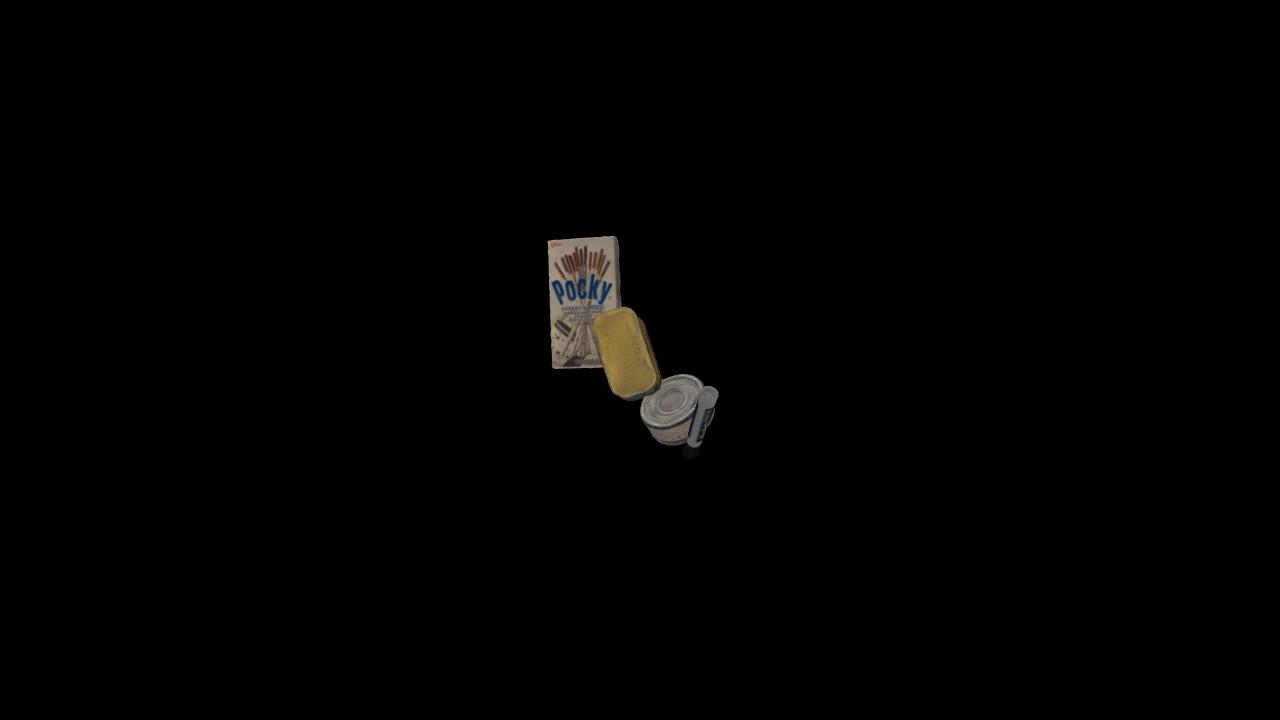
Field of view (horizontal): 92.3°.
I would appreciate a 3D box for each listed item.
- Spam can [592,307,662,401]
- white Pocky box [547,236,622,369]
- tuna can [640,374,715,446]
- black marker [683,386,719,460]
[{"bbox_3d":[-0.015,-0.006,0.699,0.058,0.101,0.085,-19,-6,3],"label":"Spam can"},{"bbox_3d":[-0.064,-0.067,0.730,0.084,0.154,0.028,-2,1,8],"label":"white Pocky box"},{"bbox_3d":[0.043,0.056,0.718,0.084,0.084,0.034,0,-43,37],"label":"tuna can"},{"bbox_3d":[0.062,0.070,0.650,0.020,0.020,0.121,0,-38,-7],"label":"black marker"}]
